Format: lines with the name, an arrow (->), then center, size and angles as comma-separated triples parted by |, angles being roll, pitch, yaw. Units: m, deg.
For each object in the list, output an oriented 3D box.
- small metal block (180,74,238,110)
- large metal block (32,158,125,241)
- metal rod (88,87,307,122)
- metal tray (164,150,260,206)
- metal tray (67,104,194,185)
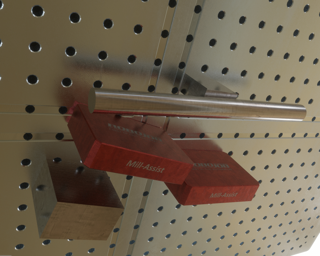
small metal block -> 0.063, -0.046, 0.403 | 0.050, 0.050, 0.025 | 6, 116, -31
large metal block -> -0.101, 0.086, 0.375 | 0.081, 0.080, 0.050 | 17, 109, -35
metal rod -> 0.067, -0.024, 0.369 | 0.303, 0.025, 0.025 | 1, 118, -29
metal tray -> 0.067, 0.068, 0.450 | 0.131, 0.090, 0.030 | 5, 116, -31
metal tray -> -0.034, 0.020, 0.364 | 0.131, 0.090, 0.030 | 17, 109, -35
